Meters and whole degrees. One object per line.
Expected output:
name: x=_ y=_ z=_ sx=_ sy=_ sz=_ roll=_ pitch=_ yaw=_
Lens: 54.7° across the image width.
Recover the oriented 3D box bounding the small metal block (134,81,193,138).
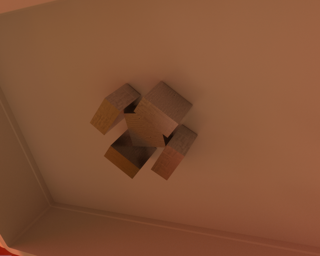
small metal block: x=0.005 y=-0.024 z=0.372 sx=0.050 sy=0.050 sz=0.025 roll=38 pitch=128 yaw=1

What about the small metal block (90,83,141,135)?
small metal block: x=-0.058 y=-0.025 z=0.405 sx=0.025 sy=0.050 sz=0.050 roll=41 pitch=130 yaw=1

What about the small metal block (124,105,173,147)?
small metal block: x=-0.015 y=-0.003 z=0.412 sx=0.050 sy=0.025 sz=0.050 roll=1 pitch=119 yaw=28

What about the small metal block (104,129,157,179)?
small metal block: x=-0.041 y=0.034 z=0.433 sx=0.050 sy=0.050 sz=0.025 roll=39 pitch=130 yaw=2

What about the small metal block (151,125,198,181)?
small metal block: x=0.019 y=0.031 z=0.399 sx=0.025 sy=0.050 sz=0.050 roll=34 pitch=128 yaw=4
